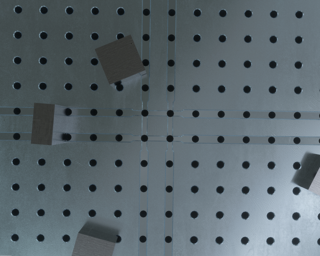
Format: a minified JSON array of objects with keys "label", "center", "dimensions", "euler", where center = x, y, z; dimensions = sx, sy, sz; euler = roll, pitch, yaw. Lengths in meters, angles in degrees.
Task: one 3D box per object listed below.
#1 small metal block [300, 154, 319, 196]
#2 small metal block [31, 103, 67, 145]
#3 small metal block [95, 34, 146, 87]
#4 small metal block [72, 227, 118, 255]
[{"label":"small metal block","center":[0.226,0.069,0.415],"dimensions":[0.050,0.025,0.050],"euler":[27,90,0]},{"label":"small metal block","center":[-0.142,-0.005,0.400],"dimensions":[0.025,0.050,0.050],"euler":[5,90,0]},{"label":"small metal block","center":[-0.052,-0.089,0.413],"dimensions":[0.050,0.025,0.050],"euler":[-23,90,0]},{"label":"small metal block","center":[-0.088,0.166,0.413],"dimensions":[0.050,0.025,0.050],"euler":[16,90,0]}]
